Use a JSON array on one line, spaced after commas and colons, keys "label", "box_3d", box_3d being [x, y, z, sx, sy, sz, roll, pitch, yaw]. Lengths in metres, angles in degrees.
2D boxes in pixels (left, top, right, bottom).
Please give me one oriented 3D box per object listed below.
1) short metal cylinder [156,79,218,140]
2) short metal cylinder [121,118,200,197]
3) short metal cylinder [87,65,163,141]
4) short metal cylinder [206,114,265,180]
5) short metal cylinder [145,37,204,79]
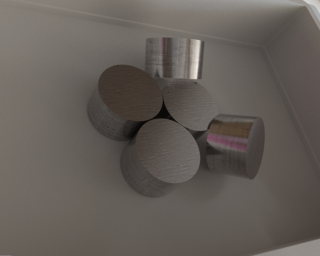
[{"label": "short metal cylinder", "box_3d": [0.030, -0.020, 0.417, 0.081, 0.050, 0.080, 14, 56, -21]}, {"label": "short metal cylinder", "box_3d": [0.000, 0.036, 0.367, 0.081, 0.050, 0.080, 14, 56, -21]}, {"label": "short metal cylinder", "box_3d": [-0.044, -0.031, 0.384, 0.081, 0.050, 0.080, 14, 56, -21]}, {"label": "short metal cylinder", "box_3d": [0.100, 0.023, 0.403, 0.081, 0.050, 0.079, -17, 111, -55]}, {"label": "short metal cylinder", "box_3d": [0.020, -0.095, 0.429, 0.081, 0.080, 0.050, -3, 102, -30]}]
